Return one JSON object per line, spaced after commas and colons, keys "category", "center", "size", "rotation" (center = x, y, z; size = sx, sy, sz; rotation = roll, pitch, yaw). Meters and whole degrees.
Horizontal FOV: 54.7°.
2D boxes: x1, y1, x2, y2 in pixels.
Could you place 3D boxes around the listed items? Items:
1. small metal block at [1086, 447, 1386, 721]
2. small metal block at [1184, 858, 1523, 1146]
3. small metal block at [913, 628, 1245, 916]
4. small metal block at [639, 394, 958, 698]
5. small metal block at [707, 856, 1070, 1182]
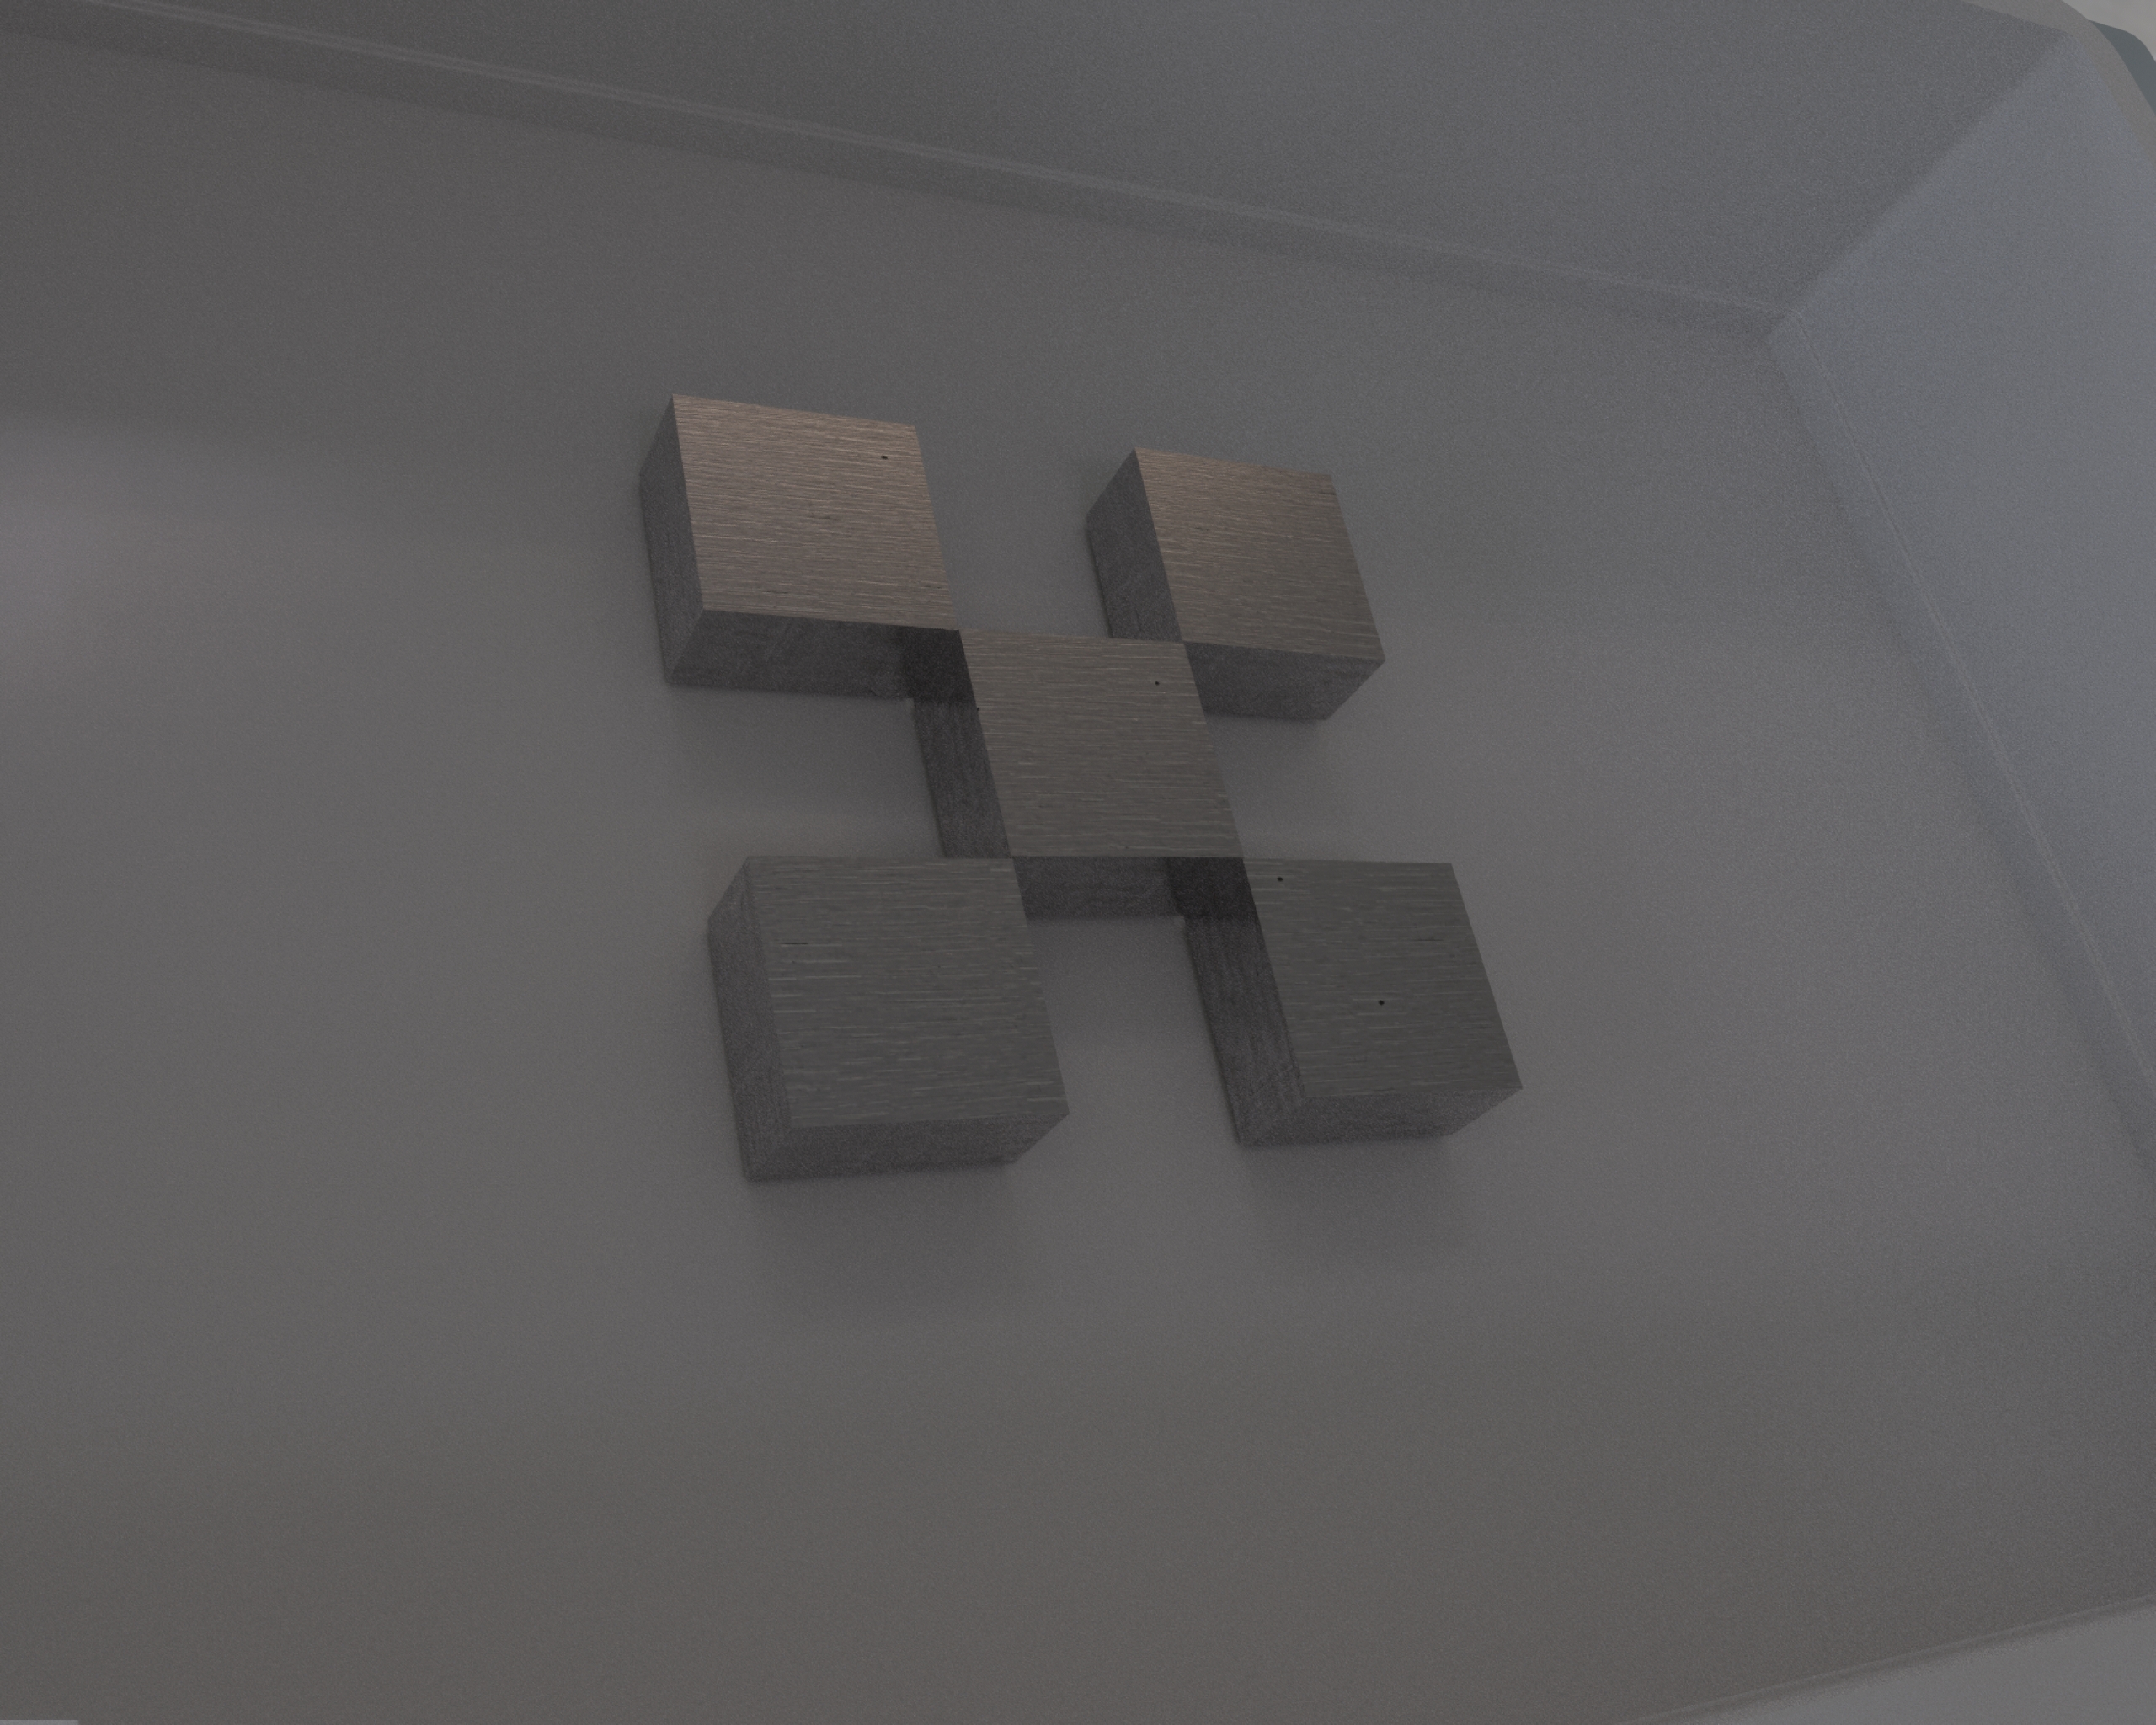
{"category": "small metal block", "center": [0.034, -0.060, 0.457], "size": [0.050, 0.025, 0.050], "rotation": [2, 61, -27]}
{"category": "small metal block", "center": [0.054, 0.027, 0.415], "size": [0.050, 0.025, 0.050], "rotation": [1, 61, -28]}
{"category": "small metal block", "center": [0.000, -0.017, 0.413], "size": [0.050, 0.025, 0.050], "rotation": [0, 62, -28]}
{"category": "small metal block", "center": [-0.056, -0.061, 0.410], "size": [0.050, 0.025, 0.050], "rotation": [2, 61, -28]}
{"category": "small metal block", "center": [-0.034, 0.027, 0.368], "size": [0.050, 0.025, 0.050], "rotation": [1, 61, -28]}
